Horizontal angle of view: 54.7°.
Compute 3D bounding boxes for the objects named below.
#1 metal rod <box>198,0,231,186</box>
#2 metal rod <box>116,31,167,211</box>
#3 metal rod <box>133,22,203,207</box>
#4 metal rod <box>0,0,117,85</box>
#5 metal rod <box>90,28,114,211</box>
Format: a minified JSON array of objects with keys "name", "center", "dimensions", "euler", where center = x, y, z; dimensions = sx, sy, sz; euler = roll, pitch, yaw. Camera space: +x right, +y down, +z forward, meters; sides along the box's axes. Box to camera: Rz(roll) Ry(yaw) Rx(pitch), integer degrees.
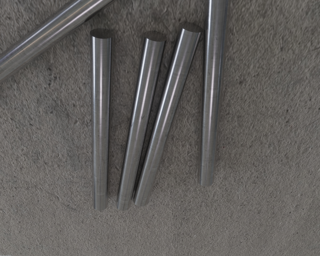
[{"name":"metal rod","center":[0.062,-0.033,0.378],"dimensions":[0.025,0.025,0.298],"euler":[-2,130,2]},{"name":"metal rod","center":[-0.033,0.015,0.419],"dimensions":[0.025,0.025,0.298],"euler":[8,130,-7]},{"name":"metal rod","center":[0.000,0.007,0.412],"dimensions":[0.025,0.025,0.298],"euler":[9,130,-8]},{"name":"metal rod","center":[-0.129,-0.091,0.327],"dimensions":[0.300,0.025,0.025],"euler":[-27,125,21]},{"name":"metal rod","center":[-0.079,0.014,0.418],"dimensions":[0.025,0.025,0.298],"euler":[6,130,-5]}]
